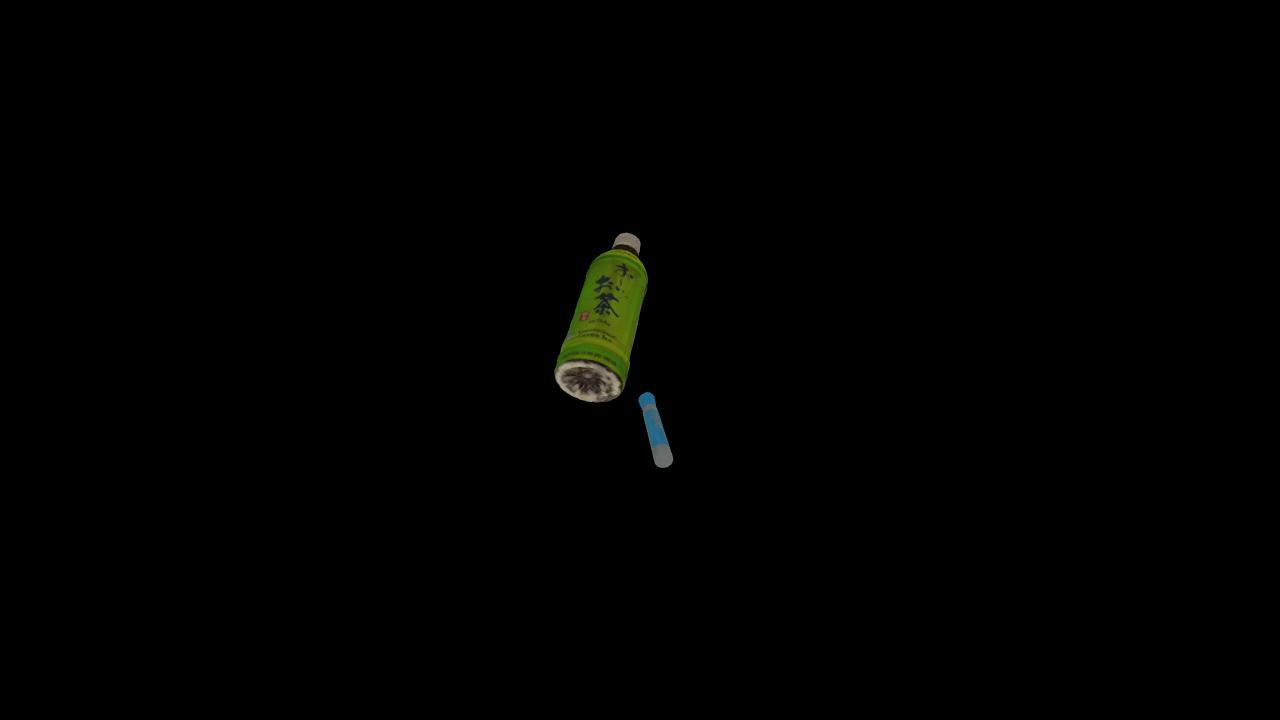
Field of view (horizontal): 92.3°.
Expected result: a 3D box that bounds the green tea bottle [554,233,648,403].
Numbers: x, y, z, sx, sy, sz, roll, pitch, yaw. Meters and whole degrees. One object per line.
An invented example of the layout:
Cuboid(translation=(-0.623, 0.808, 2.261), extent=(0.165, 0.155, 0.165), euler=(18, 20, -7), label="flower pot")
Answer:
Cuboid(translation=(-0.031, -0.056, 0.648), extent=(0.073, 0.212, 0.073), euler=(7, -41, 7), label="green tea bottle")

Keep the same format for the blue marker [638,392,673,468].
Cuboid(translation=(0.015, 0.069, 0.643), extent=(0.020, 0.020, 0.121), euler=(0, 27, -9), label="blue marker")
